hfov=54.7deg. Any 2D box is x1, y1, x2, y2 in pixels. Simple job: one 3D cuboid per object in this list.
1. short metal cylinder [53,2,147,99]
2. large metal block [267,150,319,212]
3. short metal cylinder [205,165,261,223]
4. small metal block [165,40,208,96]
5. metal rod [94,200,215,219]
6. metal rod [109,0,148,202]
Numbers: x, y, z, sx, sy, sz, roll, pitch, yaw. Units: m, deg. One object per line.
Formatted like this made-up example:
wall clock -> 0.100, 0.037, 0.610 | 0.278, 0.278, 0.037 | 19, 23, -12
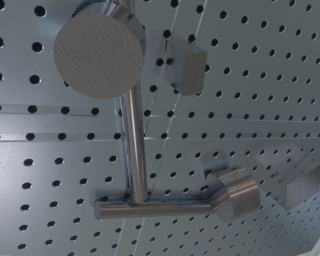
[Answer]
short metal cylinder -> -0.055, -0.075, 0.299 | 0.080, 0.050, 0.079 | 0, 123, 1
large metal block -> 0.258, 0.102, 0.599 | 0.080, 0.050, 0.080 | -27, 128, -12
short metal cylinder -> 0.117, 0.106, 0.505 | 0.050, 0.080, 0.079 | -16, 125, -19
small metal block -> 0.029, -0.072, 0.366 | 0.025, 0.050, 0.050 | -11, 123, -23
metal rod -> 0.039, 0.132, 0.514 | 0.302, 0.025, 0.025 | 8, 114, -32
metal rod -> -0.035, -0.025, 0.376 | 0.025, 0.025, 0.298 | -15, 125, -20
